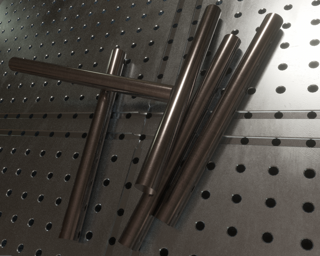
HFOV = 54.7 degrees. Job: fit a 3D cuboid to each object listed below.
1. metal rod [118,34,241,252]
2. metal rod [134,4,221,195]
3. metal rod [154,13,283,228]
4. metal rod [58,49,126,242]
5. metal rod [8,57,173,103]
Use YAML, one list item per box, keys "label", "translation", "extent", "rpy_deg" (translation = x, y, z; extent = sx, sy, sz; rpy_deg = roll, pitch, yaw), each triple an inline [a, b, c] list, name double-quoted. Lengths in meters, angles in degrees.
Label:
- label: "metal rod"
  translation: [0.032, 0.005, 0.386]
  extent: [0.025, 0.025, 0.300]
  rpy_deg: [17, 70, 34]
- label: "metal rod"
  translation: [0.033, -0.057, 0.402]
  extent: [0.025, 0.025, 0.300]
  rpy_deg: [4, 57, 29]
- label: "metal rod"
  translation: [0.079, -0.021, 0.378]
  extent: [0.025, 0.025, 0.300]
  rpy_deg: [20, 72, 35]
- label: "metal rod"
  translation: [-0.091, 0.007, 0.449]
  extent: [0.025, 0.025, 0.299]
  rpy_deg: [-5, 59, 25]
- label: "metal rod"
  translation: [-0.116, -0.077, 0.474]
  extent: [0.301, 0.025, 0.025]
  rpy_deg: [14, 69, 23]
